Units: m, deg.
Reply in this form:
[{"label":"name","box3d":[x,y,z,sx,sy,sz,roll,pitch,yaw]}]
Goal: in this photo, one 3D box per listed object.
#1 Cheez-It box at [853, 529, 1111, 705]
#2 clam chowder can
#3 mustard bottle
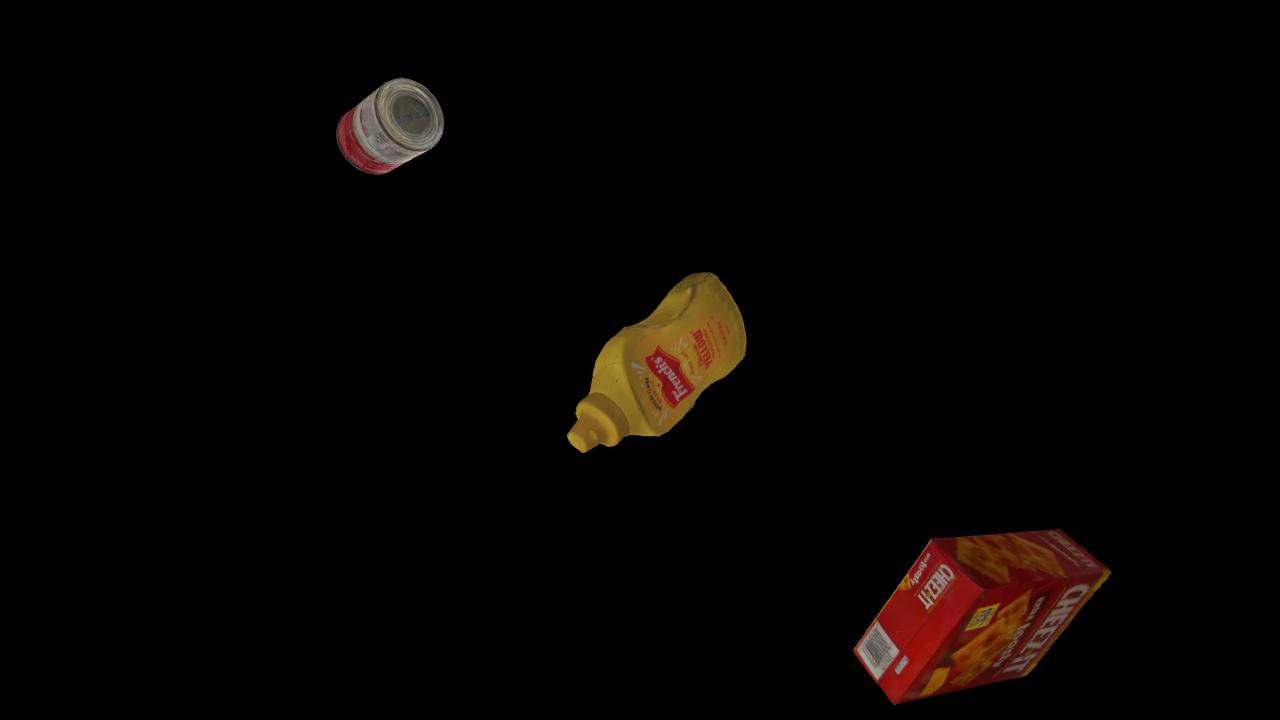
[{"label":"Cheez-It box","box3d":[0.353,0.261,0.635,0.223,0.166,0.071,6,27,-28]},{"label":"clam chowder can","box3d":[-0.246,-0.227,0.604,0.068,0.068,0.102,0,0,-44]},{"label":"mustard bottle","box3d":[0.011,0.011,0.489,0.054,0.092,0.184,10,41,44]}]
